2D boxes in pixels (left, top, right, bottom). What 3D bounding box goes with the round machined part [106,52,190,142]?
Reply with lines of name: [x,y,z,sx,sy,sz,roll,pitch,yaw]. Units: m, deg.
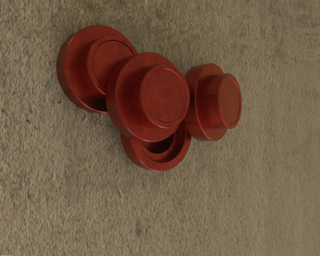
round machined part: [-0.006,-0.034,0.337,0.099,0.042,0.097,0,90,-40]

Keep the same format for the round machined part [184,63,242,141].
round machined part: [0.070,-0.032,0.388,0.099,0.042,0.097,3,87,-53]

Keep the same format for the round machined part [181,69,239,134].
round machined part: [0.081,-0.040,0.465,0.099,0.042,0.097,0,90,-40]

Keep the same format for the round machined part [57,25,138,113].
round machined part: [-0.059,-0.066,0.346,0.099,0.042,0.097,0,90,-40]

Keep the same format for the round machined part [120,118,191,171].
round machined part: [-0.009,0.004,0.389,0.099,0.042,0.097,0,90,-40]
